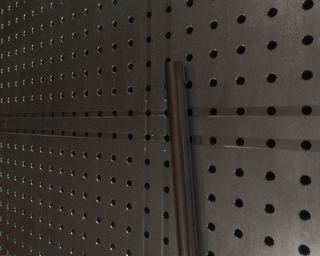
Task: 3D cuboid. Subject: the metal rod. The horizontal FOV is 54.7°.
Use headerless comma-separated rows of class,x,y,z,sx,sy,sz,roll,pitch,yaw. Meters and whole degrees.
metal rod,0.028,0.067,0.384,0.025,0.025,0.298,-7,86,39
